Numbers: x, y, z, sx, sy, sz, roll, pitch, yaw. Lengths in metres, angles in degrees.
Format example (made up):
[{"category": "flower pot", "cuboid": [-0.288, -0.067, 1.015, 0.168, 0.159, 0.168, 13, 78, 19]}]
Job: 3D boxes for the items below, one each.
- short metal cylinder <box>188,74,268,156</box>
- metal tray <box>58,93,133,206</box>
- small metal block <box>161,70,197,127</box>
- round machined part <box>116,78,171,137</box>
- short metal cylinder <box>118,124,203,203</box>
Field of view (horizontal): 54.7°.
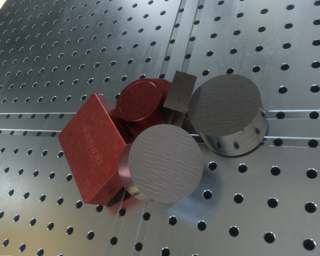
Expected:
[{"category": "short metal cylinder", "cuboid": [0.078, -0.015, 0.355, 0.080, 0.050, 0.080, -13, 56, 21]}, {"category": "metal tray", "cuboid": [-0.082, 0.025, 0.413, 0.090, 0.030, 0.130, -48, 50, 14]}, {"category": "small metal block", "cuboid": [0.022, -0.032, 0.372, 0.025, 0.050, 0.050, 18, 67, 5]}, {"category": "round machined part", "cuboid": [-0.020, -0.029, 0.420, 0.098, 0.042, 0.098, -13, 56, 21]}, {"category": "short metal cylinder", "cuboid": [-0.001, 0.040, 0.336, 0.080, 0.080, 0.050, -67, 12, -19]}]
